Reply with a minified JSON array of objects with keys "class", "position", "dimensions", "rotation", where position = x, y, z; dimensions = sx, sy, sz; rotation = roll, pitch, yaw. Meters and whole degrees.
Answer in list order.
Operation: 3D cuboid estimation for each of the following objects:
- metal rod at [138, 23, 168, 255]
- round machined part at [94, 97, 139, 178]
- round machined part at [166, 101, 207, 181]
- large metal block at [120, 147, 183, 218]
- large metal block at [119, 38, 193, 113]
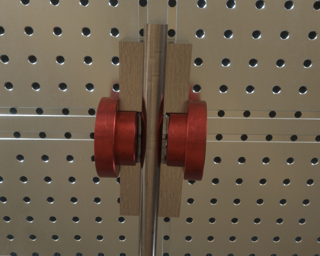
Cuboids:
[{"class":"metal rod","position":[-0.011,0.032,0.371],"dimensions":[0.025,0.025,0.298],"rotation":[2,110,-1]},{"class":"round machined part","position":[-0.049,0.011,0.377],"dimensions":[0.042,0.098,0.097],"rotation":[2,110,-1]},{"class":"round machined part","position":[0.031,0.014,0.380],"dimensions":[0.042,0.098,0.097],"rotation":[3,110,4]},{"class":"large metal block","position":[-0.012,0.073,0.426],"dimensions":[0.081,0.050,0.079],"rotation":[3,110,-1]},{"class":"large metal block","position":[-0.006,-0.065,0.376],"dimensions":[0.081,0.050,0.079],"rotation":[2,110,-1]}]
